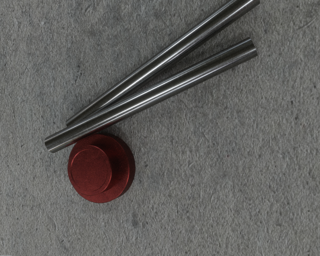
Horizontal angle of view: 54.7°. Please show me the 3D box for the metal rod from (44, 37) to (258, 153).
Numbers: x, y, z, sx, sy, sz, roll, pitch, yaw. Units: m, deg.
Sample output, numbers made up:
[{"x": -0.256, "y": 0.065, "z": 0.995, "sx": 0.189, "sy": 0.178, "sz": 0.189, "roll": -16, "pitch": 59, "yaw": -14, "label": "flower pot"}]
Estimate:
[{"x": -0.022, "y": -0.037, "z": 0.404, "sx": 0.300, "sy": 0.025, "sz": 0.025, "roll": -25, "pitch": 82, "yaw": 13, "label": "metal rod"}]

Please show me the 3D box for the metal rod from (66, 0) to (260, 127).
[{"x": -0.008, "y": -0.080, "z": 0.411, "sx": 0.300, "sy": 0.025, "sz": 0.025, "roll": -33, "pitch": 80, "yaw": 16, "label": "metal rod"}]

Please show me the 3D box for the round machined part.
[{"x": -0.088, "y": 0.056, "z": 0.431, "sx": 0.098, "sy": 0.042, "sz": 0.097, "roll": 0, "pitch": 90, "yaw": 20, "label": "round machined part"}]
